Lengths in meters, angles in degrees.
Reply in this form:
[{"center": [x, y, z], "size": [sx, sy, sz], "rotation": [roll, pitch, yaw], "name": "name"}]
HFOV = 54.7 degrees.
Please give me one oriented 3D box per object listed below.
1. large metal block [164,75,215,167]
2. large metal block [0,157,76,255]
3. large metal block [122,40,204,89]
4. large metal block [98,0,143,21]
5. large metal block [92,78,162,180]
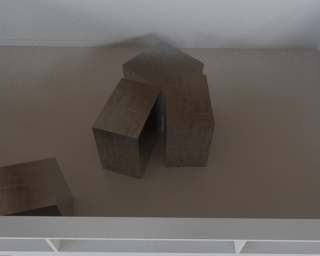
[{"center": [0.031, -0.008, 0.376], "size": [0.050, 0.080, 0.080], "rotation": [-1, 50, -1], "name": "large metal block"}, {"center": [-0.133, 0.078, 0.302], "size": [0.081, 0.080, 0.050], "rotation": [-10, 51, -9], "name": "large metal block"}, {"center": [0.005, -0.073, 0.451], "size": [0.080, 0.050, 0.080], "rotation": [36, 58, 26], "name": "large metal block"}, {"center": [-0.075, -0.254, 0.604], "size": [0.081, 0.050, 0.080], "rotation": [-1, 50, -2], "name": "large metal block"}, {"center": [-0.034, 0.001, 0.368], "size": [0.050, 0.080, 0.080], "rotation": [14, 51, 11], "name": "large metal block"}]
